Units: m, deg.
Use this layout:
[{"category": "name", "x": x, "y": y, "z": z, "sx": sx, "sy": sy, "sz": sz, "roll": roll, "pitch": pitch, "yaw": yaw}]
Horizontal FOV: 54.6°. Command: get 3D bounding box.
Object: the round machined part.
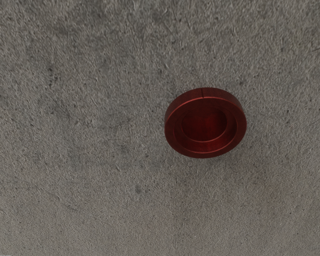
[{"category": "round machined part", "x": 0.055, "y": -0.010, "z": 0.387, "sx": 0.099, "sy": 0.042, "sz": 0.097, "roll": 0, "pitch": 130, "yaw": 0}]
